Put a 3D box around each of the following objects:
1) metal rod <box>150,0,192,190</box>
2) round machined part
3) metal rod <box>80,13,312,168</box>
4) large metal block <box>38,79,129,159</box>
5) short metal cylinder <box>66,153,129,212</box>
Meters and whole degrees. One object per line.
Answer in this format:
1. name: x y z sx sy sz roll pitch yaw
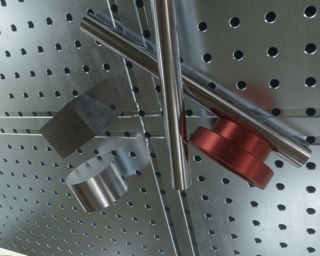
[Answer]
1. metal rod: 0.010 -0.070 0.332 0.025 0.025 0.298 3 111 26
2. round machined part: 0.084 0.024 0.347 0.098 0.098 0.042 33 87 6
3. metal rod: 0.036 -0.047 0.361 0.301 0.025 0.025 33 129 6
4. large metal block: -0.102 -0.013 0.419 0.080 0.080 0.050 -32 101 38
5. short metal cylinder: -0.095 0.082 0.474 0.080 0.080 0.050 -13 112 33
